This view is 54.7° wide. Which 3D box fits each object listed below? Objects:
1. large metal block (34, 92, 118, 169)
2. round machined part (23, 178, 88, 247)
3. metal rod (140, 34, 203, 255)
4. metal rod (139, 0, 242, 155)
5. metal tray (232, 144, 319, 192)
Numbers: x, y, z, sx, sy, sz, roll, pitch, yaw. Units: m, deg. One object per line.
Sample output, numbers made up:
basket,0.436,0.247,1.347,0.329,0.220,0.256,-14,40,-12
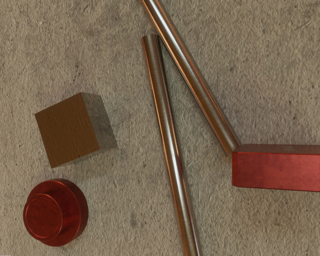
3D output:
large metal block,-0.117,0.004,0.435,0.080,0.050,0.080,-22,83,18
round machined part,-0.159,0.126,0.454,0.098,0.042,0.097,0,90,19
metal rod,0.015,0.026,0.402,0.025,0.025,0.298,-13,86,19
metal rod,0.022,-0.103,0.400,0.025,0.025,0.299,-30,80,17
metal tray,0.125,0.035,0.309,0.090,0.130,0.030,0,90,20
